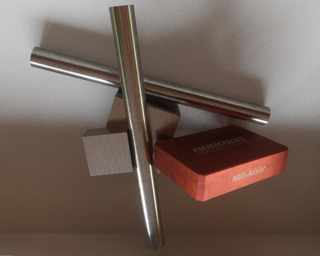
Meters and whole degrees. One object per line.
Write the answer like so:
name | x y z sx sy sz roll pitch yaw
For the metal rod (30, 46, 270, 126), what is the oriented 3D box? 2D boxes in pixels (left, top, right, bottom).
metal rod | -0.007 -0.051 0.392 0.302 0.025 0.025 14 110 -6

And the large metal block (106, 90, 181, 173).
large metal block | -0.026 0.002 0.397 0.080 0.050 0.079 17 109 -7

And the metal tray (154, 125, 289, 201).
metal tray | 0.070 0.034 0.360 0.131 0.090 0.030 -11 114 -30

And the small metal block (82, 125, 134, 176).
small metal block | -0.059 0.026 0.365 0.050 0.025 0.050 -6 110 1

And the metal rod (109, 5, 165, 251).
metal rod | -0.022 0.016 0.362 0.025 0.025 0.298 -6 110 2
